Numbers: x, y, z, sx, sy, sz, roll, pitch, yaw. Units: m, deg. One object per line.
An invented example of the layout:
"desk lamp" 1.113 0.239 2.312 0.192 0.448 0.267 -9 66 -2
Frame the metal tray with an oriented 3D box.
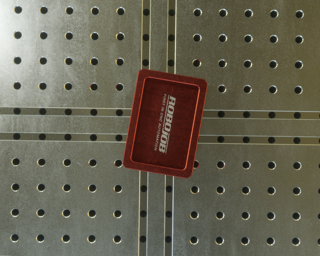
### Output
"metal tray" 0.007 -0.006 0.410 0.090 0.030 0.129 10 90 0
